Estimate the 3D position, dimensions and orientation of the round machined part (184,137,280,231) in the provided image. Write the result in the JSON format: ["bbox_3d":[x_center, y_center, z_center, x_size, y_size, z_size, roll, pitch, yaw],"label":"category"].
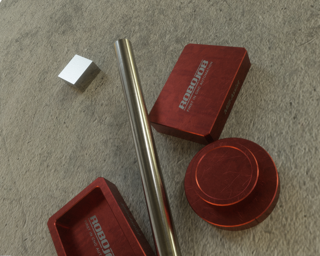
[{"bbox_3d":[0.071,0.053,0.323,0.098,0.042,0.098,-13,56,20],"label":"round machined part"}]

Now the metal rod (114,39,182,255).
[{"bbox_3d":[-0.020,0.014,0.372,0.025,0.025,0.299,-21,64,15],"label":"metal rod"}]

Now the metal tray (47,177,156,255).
[{"bbox_3d":[-0.069,0.132,0.354,0.090,0.030,0.130,-40,51,0],"label":"metal tray"}]

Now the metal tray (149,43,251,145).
[{"bbox_3d":[0.051,-0.048,0.402,0.090,0.030,0.130,15,69,34],"label":"metal tray"}]

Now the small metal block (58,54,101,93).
[{"bbox_3d":[-0.138,-0.094,0.532,0.050,0.025,0.050,27,76,37],"label":"small metal block"}]
